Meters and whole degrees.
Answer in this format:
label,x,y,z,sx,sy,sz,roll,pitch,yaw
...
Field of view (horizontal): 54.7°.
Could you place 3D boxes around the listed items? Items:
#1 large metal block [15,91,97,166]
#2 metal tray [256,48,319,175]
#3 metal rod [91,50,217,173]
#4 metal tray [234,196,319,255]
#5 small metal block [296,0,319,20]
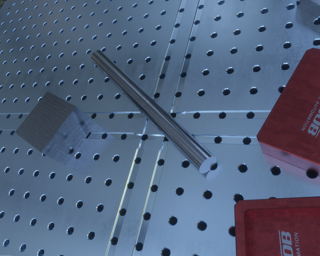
label,x,y,z,sx,sy,sz,roll,pitch,yaw
large metal block,-0.160,-0.001,0.477,0.080,0.050,0.080,25,75,36
metal tray,0.174,-0.019,0.325,0.090,0.030,0.130,25,75,36
metal rod,-0.027,-0.041,0.447,0.025,0.025,0.300,-43,51,-2
metal tray,0.114,0.128,0.266,0.090,0.030,0.130,-9,58,23
small metal block,0.215,-0.172,0.401,0.050,0.025,0.050,-36,51,4
